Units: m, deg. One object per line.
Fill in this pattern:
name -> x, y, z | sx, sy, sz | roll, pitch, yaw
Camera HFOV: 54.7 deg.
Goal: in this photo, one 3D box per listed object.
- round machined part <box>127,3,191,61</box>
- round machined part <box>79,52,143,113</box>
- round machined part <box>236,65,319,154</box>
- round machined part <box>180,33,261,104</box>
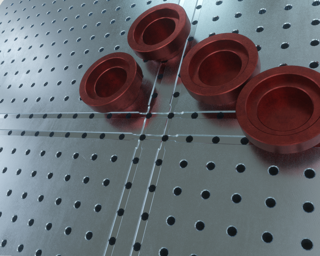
round machined part -> 0.002, -0.143, 0.483 | 0.098, 0.042, 0.098 | -13, 56, 20
round machined part -> -0.069, -0.064, 0.471 | 0.098, 0.042, 0.098 | -13, 56, 20
round machined part -> 0.136, -0.016, 0.336 | 0.098, 0.042, 0.098 | -13, 56, 20
round machined part -> 0.079, -0.071, 0.399 | 0.098, 0.042, 0.098 | -13, 56, 20
